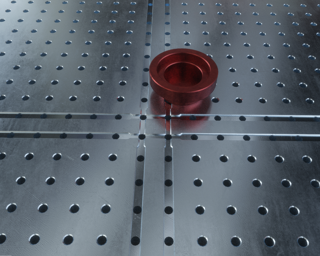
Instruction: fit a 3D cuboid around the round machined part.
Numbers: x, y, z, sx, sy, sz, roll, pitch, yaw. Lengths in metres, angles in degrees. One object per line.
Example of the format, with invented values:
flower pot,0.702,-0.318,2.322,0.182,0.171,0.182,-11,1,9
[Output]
round machined part,0.033,-0.071,0.457,0.099,0.042,0.098,0,50,0
